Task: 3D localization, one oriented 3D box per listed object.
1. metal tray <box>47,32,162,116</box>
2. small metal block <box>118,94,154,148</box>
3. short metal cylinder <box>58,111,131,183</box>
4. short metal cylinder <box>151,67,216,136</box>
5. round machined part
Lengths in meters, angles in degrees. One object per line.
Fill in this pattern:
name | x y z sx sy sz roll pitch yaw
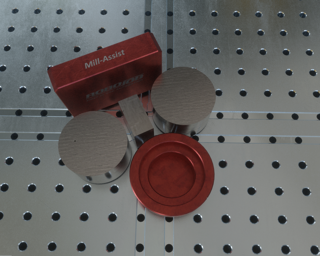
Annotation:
metal tray | -0.063 -0.064 0.395 0.131 0.090 0.030 -22 72 -8
small metal block | -0.029 -0.008 0.396 0.025 0.050 0.050 -24 72 -8
short metal cylinder | -0.078 0.025 0.385 0.081 0.050 0.080 0 70 0
short metal cylinder | 0.029 -0.033 0.407 0.081 0.050 0.080 0 70 0
round machined part | 0.014 0.058 0.377 0.099 0.042 0.098 0 70 0
